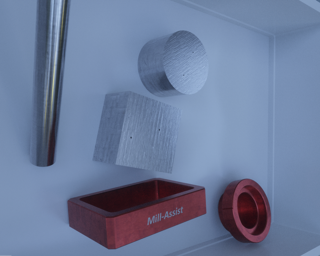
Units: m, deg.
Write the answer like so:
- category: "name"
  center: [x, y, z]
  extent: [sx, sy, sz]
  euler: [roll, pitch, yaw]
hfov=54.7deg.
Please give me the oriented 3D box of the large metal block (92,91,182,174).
- category: "large metal block"
  center: [-0.026, 0.007, 0.371]
  extent: [0.081, 0.050, 0.080]
  euler: [16, 80, -39]

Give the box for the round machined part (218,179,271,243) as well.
- category: "round machined part"
  center: [0.132, 0.133, 0.499]
  extent: [0.099, 0.042, 0.098]
  euler: [16, 64, -36]

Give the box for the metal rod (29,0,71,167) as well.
- category: "metal rod"
  center: [-0.084, -0.097, 0.245]
  extent: [0.025, 0.025, 0.298]
  euler: [-10, 126, -40]

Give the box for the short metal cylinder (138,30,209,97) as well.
- category: "short metal cylinder"
  center: [0.018, -0.082, 0.407]
  extent: [0.081, 0.050, 0.079]
  euler: [0, 90, -40]

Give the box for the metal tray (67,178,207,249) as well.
- category: "metal tray"
  center: [-0.023, 0.088, 0.346]
  extent: [0.131, 0.090, 0.030]
  euler: [-6, 94, -40]
